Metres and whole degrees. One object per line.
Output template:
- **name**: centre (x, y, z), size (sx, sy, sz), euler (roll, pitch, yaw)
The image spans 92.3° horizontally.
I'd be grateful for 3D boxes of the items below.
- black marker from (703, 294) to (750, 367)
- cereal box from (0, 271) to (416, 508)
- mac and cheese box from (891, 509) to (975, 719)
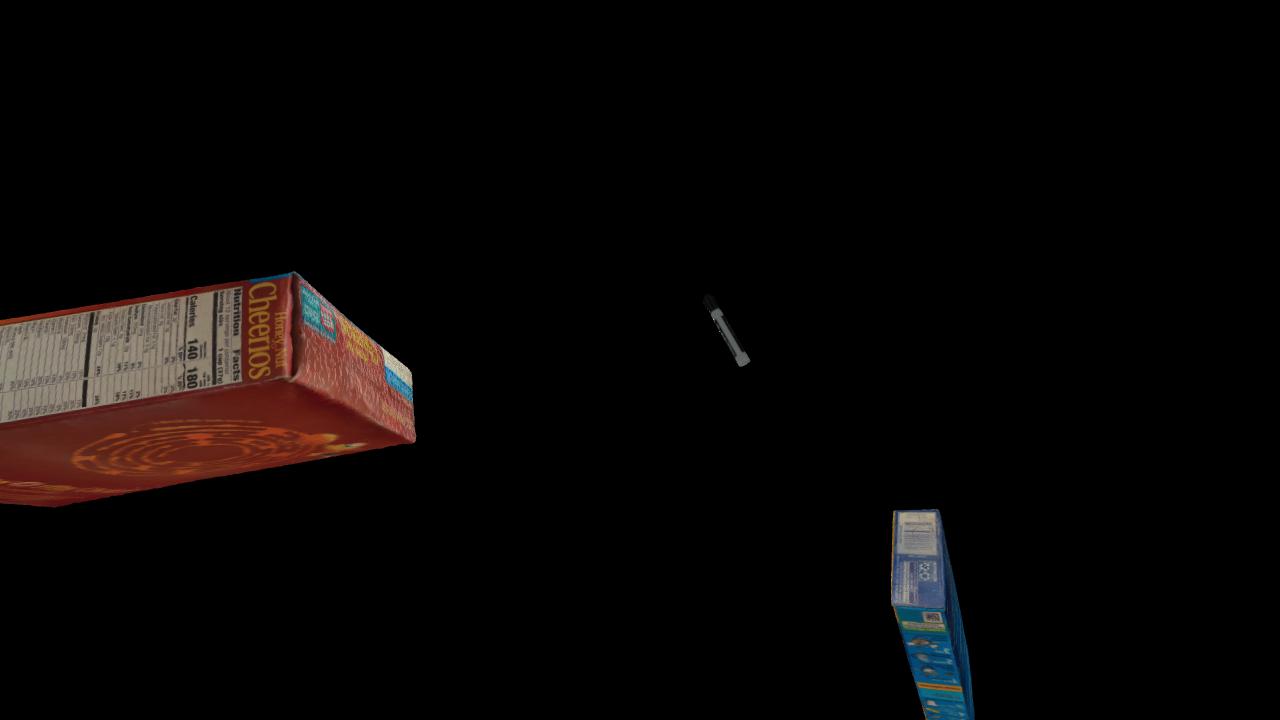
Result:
- **black marker**: centre (0.127, -0.046, 0.914), size (0.020, 0.121, 0.020), euler (-25, -16, -8)
- **cereal box**: centre (-0.343, 0.034, 0.437), size (0.306, 0.081, 0.203), euler (-11, -17, -3)
- **mac and cheese box**: centre (0.240, 0.218, 0.501), size (0.041, 0.184, 0.093), euler (-9, 31, 27)
